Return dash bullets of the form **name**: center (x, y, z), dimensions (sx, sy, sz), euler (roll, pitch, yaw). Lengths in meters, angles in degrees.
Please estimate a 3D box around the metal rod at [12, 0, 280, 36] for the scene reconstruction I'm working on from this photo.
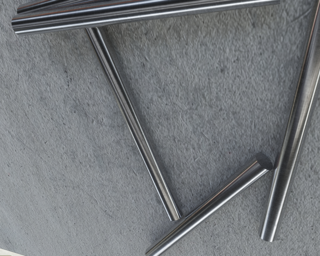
- **metal rod**: center (-0.033, -0.125, 0.329), dimensions (0.301, 0.025, 0.025), euler (1, 119, 21)

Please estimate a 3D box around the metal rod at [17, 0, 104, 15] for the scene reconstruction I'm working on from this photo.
- **metal rod**: center (-0.045, -0.151, 0.336), dimensions (0.300, 0.025, 0.025), euler (-1, 118, 28)

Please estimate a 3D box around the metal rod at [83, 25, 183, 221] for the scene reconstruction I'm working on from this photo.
- **metal rod**: center (-0.029, 0.005, 0.424), dimensions (0.025, 0.025, 0.299), euler (-9, 114, 32)

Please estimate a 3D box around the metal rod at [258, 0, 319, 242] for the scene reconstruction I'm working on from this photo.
- **metal rod**: center (0.145, 0.017, 0.340), dimensions (0.025, 0.025, 0.298), euler (13, 124, 21)

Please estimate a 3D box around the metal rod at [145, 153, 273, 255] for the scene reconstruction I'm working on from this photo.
- **metal rod**: center (0.054, 0.132, 0.459), dimensions (0.025, 0.025, 0.298), euler (38, 129, 2)
